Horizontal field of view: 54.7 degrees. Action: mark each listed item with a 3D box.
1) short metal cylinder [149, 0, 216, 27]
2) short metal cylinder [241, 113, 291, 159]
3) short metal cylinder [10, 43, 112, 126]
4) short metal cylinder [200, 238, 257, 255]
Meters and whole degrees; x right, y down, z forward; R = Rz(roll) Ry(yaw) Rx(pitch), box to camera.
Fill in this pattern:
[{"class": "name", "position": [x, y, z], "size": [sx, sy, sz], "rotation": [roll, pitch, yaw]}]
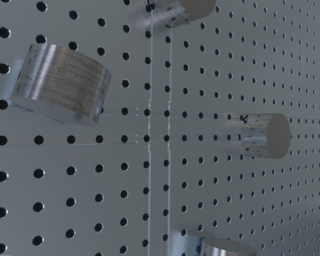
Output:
[{"class": "short metal cylinder", "position": [0.031, -0.183, 0.418], "size": [0.081, 0.050, 0.079], "rotation": [0, 90, -40]}, {"class": "short metal cylinder", "position": [0.189, 0.014, 0.550], "size": [0.081, 0.050, 0.079], "rotation": [0, 90, -40]}, {"class": "short metal cylinder", "position": [-0.092, -0.038, 0.296], "size": [0.080, 0.080, 0.050], "rotation": [23, 75, -38]}, {"class": "short metal cylinder", "position": [0.099, 0.198, 0.456], "size": [0.081, 0.080, 0.050], "rotation": [14, 81, -39]}]
